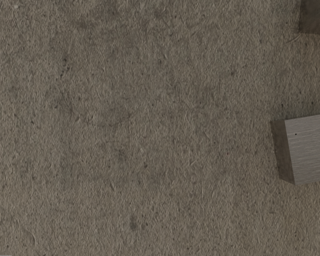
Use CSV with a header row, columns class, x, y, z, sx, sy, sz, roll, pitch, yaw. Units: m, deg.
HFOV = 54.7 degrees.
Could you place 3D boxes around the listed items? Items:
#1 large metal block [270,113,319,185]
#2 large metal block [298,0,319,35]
class,x,y,z,sx,sy,sz,roll,pitch,yaw
large metal block,0.197,0.023,0.399,0.080,0.050,0.080,-9,90,0
large metal block,0.231,-0.151,0.384,0.080,0.080,0.050,5,90,0
